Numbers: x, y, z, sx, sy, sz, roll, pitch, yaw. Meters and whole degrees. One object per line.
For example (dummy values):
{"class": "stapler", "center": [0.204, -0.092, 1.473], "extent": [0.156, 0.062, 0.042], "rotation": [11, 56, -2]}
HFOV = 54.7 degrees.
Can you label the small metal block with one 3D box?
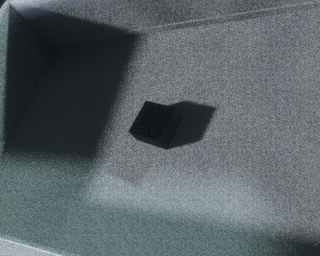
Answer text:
{"class": "small metal block", "center": [-0.005, -0.005, 0.410], "extent": [0.050, 0.025, 0.050], "rotation": [16, 70, 34]}
